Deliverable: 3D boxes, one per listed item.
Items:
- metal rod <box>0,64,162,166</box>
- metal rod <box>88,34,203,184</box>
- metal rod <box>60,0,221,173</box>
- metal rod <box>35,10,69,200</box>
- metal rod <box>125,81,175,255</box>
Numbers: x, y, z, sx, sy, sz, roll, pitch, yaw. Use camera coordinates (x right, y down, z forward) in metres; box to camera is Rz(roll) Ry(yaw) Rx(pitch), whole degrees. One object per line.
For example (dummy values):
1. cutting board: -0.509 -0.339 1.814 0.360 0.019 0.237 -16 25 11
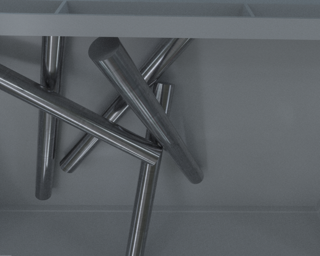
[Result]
1. metal rod: -0.135 -0.036 0.340 0.301 0.025 0.025 28 125 -9
2. metal rod: 0.007 0.008 0.349 0.025 0.025 0.300 -15 149 13
3. metal rod: -0.043 -0.034 0.379 0.025 0.025 0.299 31 123 -24
4. metal rod: -0.145 -0.004 0.404 0.025 0.025 0.298 12 129 -11
5. metal rod: -0.020 0.089 0.404 0.025 0.025 0.298 8 105 -7
